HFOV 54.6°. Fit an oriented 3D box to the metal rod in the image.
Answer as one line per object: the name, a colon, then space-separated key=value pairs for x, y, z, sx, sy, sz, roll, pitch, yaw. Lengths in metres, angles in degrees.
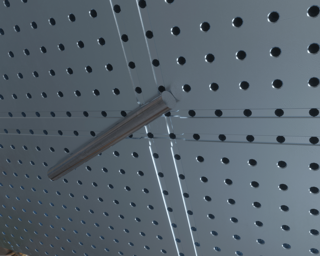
metal rod: x=-0.091 y=0.024 z=0.475 sx=0.299 sy=0.025 sz=0.025 roll=-30 pitch=102 yaw=38
